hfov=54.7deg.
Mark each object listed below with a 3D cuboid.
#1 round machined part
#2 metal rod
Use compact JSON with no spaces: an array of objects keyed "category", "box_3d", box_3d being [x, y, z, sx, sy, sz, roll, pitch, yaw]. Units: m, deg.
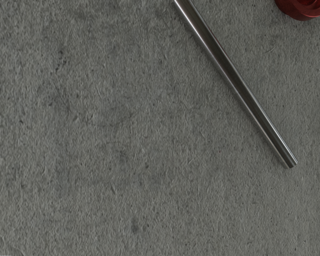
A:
[{"category":"round machined part","box_3d":[0.217,-0.214,0.479,0.099,0.042,0.097,0,90,-20]},{"category":"metal rod","box_3d":[0.114,-0.060,0.450,0.025,0.025,0.300,-41,103,-15]}]
